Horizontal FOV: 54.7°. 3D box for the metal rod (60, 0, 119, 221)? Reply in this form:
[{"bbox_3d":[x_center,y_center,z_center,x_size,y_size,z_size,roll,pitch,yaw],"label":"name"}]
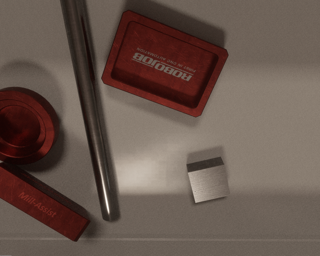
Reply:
[{"bbox_3d":[-0.087,-0.009,0.406,0.025,0.025,0.298,-6,110,1],"label":"metal rod"}]

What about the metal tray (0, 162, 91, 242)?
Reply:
[{"bbox_3d":[-0.158,0.093,0.407,0.130,0.090,0.030,37,76,-13],"label":"metal tray"}]

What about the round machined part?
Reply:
[{"bbox_3d":[-0.178,-0.005,0.398,0.099,0.042,0.097,0,110,-1],"label":"round machined part"}]

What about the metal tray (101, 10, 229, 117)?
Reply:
[{"bbox_3d":[0.005,-0.077,0.380,0.131,0.030,0.089,20,109,-8],"label":"metal tray"}]

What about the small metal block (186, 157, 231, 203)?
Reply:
[{"bbox_3d":[0.069,0.073,0.439,0.050,0.025,0.050,-13,110,4],"label":"small metal block"}]
